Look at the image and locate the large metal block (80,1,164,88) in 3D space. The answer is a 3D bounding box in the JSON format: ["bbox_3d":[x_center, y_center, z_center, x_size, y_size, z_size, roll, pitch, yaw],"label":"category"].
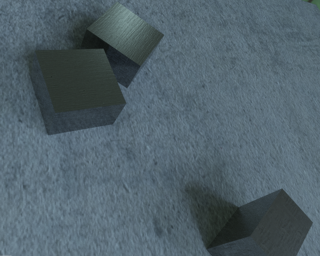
[{"bbox_3d":[-0.053,-0.116,0.431,0.080,0.050,0.080,34,51,-6],"label":"large metal block"}]

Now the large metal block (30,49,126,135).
[{"bbox_3d":[-0.097,-0.044,0.363,0.081,0.050,0.080,-11,68,-33],"label":"large metal block"}]

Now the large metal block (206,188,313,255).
[{"bbox_3d":[0.113,0.124,0.356,0.050,0.080,0.081,49,51,6],"label":"large metal block"}]
